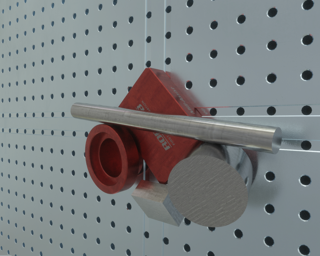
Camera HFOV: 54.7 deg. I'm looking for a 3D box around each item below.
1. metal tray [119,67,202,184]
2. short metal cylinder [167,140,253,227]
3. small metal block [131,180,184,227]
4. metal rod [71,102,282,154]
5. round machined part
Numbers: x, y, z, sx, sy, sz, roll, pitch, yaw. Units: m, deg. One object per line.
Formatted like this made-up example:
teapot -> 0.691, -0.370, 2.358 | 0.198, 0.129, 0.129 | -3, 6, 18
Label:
metal tray -> 0.002, -0.004, 0.404 | 0.090, 0.030, 0.130 | -51, 61, 27
short metal cylinder -> 0.054, 0.056, 0.327 | 0.080, 0.050, 0.079 | 7, 111, 19
small metal block -> 0.000, 0.094, 0.390 | 0.050, 0.025, 0.050 | 3, 136, 39
metal rod -> -0.009, -0.007, 0.374 | 0.300, 0.025, 0.025 | 9, 96, 39
round machined part -> -0.062, 0.041, 0.440 | 0.098, 0.042, 0.097 | 8, 102, 44
